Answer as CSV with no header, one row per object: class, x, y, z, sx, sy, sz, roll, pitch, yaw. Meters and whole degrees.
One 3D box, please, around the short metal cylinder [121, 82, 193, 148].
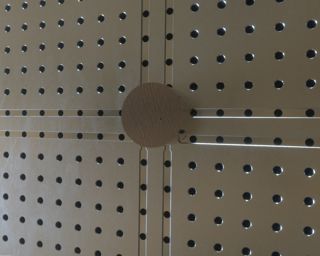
short metal cylinder,-0.002,-0.016,0.399,0.080,0.050,0.079,0,90,19
